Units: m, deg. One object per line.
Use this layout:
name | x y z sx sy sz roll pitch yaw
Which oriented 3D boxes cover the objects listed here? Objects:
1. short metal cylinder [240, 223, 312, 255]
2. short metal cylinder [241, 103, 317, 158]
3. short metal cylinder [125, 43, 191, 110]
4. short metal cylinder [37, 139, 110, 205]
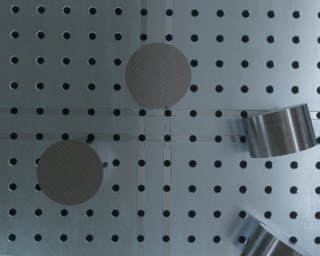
short metal cylinder | 0.148 0.164 0.388 0.080 0.080 0.050 31 90 -1
short metal cylinder | 0.147 0.003 0.388 0.080 0.080 0.050 -14 90 0
short metal cylinder | -0.002 -0.064 0.401 0.081 0.050 0.079 0 90 -1
short metal cylinder | -0.109 0.054 0.400 0.081 0.050 0.079 0 90 -1
